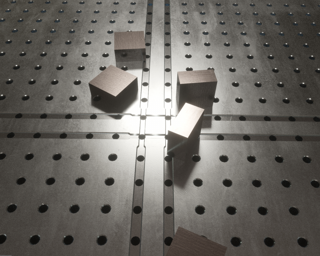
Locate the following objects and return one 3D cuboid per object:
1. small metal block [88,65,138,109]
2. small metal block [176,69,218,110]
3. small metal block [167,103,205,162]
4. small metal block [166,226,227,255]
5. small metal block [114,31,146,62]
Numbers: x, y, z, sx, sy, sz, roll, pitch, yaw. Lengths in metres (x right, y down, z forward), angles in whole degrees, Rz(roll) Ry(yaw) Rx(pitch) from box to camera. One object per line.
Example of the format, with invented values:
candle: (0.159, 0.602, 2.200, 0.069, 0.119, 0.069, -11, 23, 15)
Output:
small metal block: (-0.068, -0.062, 0.459, 0.050, 0.025, 0.050, 27, 55, 21)
small metal block: (0.050, -0.054, 0.437, 0.050, 0.050, 0.025, -5, 50, -4)
small metal block: (0.032, 0.006, 0.387, 0.025, 0.050, 0.050, 22, 53, 17)
small metal block: (0.031, 0.131, 0.298, 0.050, 0.025, 0.050, 20, 53, 15)
small metal block: (-0.051, -0.138, 0.523, 0.050, 0.025, 0.050, -4, 50, -4)
